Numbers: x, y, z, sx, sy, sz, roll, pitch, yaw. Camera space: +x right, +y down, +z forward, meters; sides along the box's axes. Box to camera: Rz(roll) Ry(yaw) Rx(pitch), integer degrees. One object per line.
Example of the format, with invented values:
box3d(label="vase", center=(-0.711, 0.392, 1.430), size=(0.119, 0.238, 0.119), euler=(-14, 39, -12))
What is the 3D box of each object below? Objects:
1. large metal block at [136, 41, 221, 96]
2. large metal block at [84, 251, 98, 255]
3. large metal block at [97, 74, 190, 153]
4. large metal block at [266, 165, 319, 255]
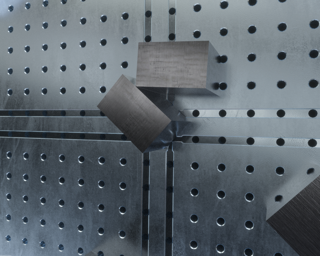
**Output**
box3d(label="large metal block", center=(0.026, -0.069, 0.375), size=(0.080, 0.080, 0.050), euler=(4, 92, 20))
box3d(label="large metal block", center=(-0.092, 0.223, 0.416), size=(0.080, 0.080, 0.050), euler=(25, 98, 18))
box3d(label="large metal block", center=(-0.017, -0.017, 0.390), size=(0.080, 0.080, 0.050), euler=(44, 104, 14))
box3d(label="large metal block", center=(0.176, 0.100, 0.337), size=(0.080, 0.050, 0.080), euler=(47, 104, 14))
